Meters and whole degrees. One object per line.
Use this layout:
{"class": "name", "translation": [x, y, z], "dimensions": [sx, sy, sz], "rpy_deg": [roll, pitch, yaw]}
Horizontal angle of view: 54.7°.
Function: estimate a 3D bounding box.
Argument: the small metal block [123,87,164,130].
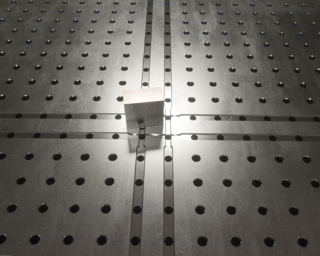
{"class": "small metal block", "translation": [-0.022, -0.026, 0.413], "dimensions": [0.050, 0.050, 0.025], "rpy_deg": [-6, 51, -5]}
